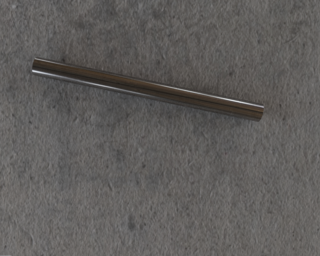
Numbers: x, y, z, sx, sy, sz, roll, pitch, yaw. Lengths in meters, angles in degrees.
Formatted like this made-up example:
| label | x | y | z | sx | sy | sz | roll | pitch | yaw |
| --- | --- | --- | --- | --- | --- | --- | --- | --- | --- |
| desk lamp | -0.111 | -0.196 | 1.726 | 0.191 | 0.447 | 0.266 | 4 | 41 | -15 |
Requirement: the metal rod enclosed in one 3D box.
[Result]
| label | x | y | z | sx | sy | sz | roll | pitch | yaw |
| --- | --- | --- | --- | --- | --- | --- | --- | --- | --- |
| metal rod | -0.015 | -0.051 | 0.409 | 0.302 | 0.025 | 0.025 | 12 | 90 | -1 |
